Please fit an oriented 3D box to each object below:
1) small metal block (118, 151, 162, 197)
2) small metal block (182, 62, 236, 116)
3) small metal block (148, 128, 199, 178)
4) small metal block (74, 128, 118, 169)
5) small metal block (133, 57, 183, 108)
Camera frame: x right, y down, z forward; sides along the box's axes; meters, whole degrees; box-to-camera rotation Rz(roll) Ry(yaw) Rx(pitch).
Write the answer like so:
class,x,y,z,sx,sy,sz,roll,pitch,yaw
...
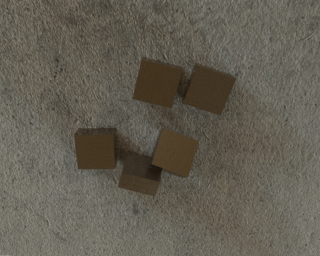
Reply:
class,x,y,z,sx,sy,sz,roll,pitch,yaw
small metal block,-0.026,0.061,0.417,0.050,0.050,0.025,16,118,-6
small metal block,0.061,-0.049,0.392,0.050,0.025,0.050,18,109,-7
small metal block,0.018,0.034,0.410,0.050,0.025,0.050,21,74,-8
small metal block,-0.085,0.028,0.419,0.050,0.025,0.050,-1,110,0
small metal block,-0.003,-0.057,0.389,0.050,0.025,0.050,13,110,-5
